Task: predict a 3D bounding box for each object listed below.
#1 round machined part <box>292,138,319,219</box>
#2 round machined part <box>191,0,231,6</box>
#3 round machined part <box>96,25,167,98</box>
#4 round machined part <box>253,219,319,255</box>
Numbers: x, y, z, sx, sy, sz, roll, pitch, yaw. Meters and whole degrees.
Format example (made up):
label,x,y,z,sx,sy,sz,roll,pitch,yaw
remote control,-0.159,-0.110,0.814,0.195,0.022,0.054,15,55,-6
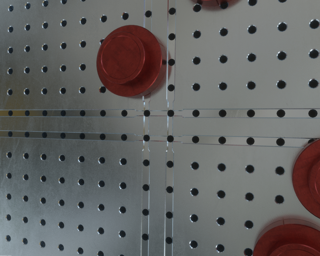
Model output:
label,x,y,z,sx,sy,sz,roll,pitch,yaw
round machined part,0.196,0.056,0.334,0.098,0.042,0.097,0,90,20
round machined part,0.064,-0.206,0.381,0.098,0.042,0.097,0,90,20
round machined part,-0.044,-0.091,0.420,0.098,0.042,0.097,0,90,20
round machined part,0.155,0.157,0.349,0.098,0.042,0.097,0,90,20
